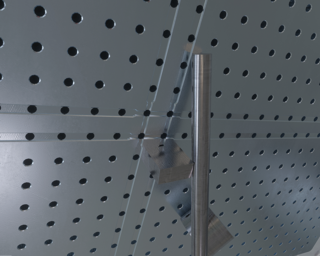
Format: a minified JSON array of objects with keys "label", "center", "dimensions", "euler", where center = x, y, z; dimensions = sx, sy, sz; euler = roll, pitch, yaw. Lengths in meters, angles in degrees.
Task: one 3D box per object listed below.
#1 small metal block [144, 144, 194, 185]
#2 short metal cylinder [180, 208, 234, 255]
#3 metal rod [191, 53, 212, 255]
[{"label":"small metal block","center":[0.011,0.049,0.432],"dimensions":[0.050,0.050,0.025],"euler":[-7,122,-25]},{"label":"short metal cylinder","center":[0.079,0.169,0.524],"dimensions":[0.050,0.080,0.080],"euler":[-39,130,-2]},{"label":"metal rod","center":[0.056,0.050,0.428],"dimensions":[0.025,0.025,0.298],"euler":[-9,109,-24]}]
